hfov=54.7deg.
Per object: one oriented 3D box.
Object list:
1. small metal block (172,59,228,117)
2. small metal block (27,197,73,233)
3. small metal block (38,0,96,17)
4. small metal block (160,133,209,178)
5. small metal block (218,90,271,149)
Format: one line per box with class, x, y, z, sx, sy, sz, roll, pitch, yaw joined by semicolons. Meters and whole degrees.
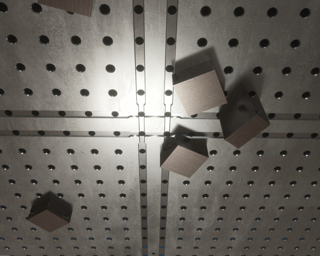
small metal block;0.048;-0.047;0.372;0.050;0.025;0.050;-19;128;15
small metal block;-0.191;0.152;0.538;0.050;0.025;0.050;-30;125;22
small metal block;-0.085;-0.139;0.292;0.050;0.025;0.050;12;129;-11
small metal block;0.034;0.041;0.447;0.050;0.025;0.050;23;126;-19
small metal block;0.104;-0.011;0.388;0.025;0.050;0.050;31;123;-24
